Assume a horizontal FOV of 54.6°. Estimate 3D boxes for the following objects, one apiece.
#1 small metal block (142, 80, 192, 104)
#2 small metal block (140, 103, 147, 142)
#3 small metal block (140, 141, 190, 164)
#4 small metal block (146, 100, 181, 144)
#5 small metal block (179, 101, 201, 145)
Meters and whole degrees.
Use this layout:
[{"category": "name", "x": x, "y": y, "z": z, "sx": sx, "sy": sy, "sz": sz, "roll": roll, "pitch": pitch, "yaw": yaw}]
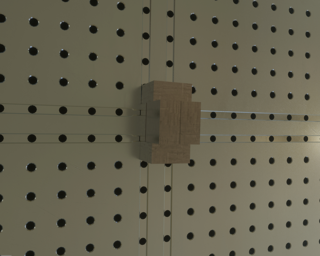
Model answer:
[{"category": "small metal block", "x": 0.008, "y": -0.044, "z": 0.401, "sx": 0.050, "sy": 0.050, "sz": 0.025, "roll": 2, "pitch": 90, "yaw": -20}, {"category": "small metal block", "x": 0.002, "y": -0.007, "z": 0.412, "sx": 0.050, "sy": 0.025, "sz": 0.050, "roll": 2, "pitch": 90, "yaw": -19}, {"category": "small metal block", "x": 0.005, "y": 0.031, "z": 0.401, "sx": 0.050, "sy": 0.050, "sz": 0.025, "roll": 2, "pitch": 90, "yaw": -20}, {"category": "small metal block", "x": 0.003, "y": -0.007, "z": 0.373, "sx": 0.025, "sy": 0.050, "sz": 0.050, "roll": 2, "pitch": 90, "yaw": -20}, {"category": "small metal block", "x": 0.027, "y": -0.006, "z": 0.382, "sx": 0.025, "sy": 0.050, "sz": 0.050, "roll": 2, "pitch": 89, "yaw": -19}]
